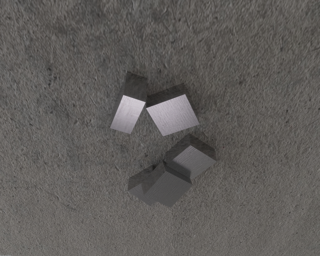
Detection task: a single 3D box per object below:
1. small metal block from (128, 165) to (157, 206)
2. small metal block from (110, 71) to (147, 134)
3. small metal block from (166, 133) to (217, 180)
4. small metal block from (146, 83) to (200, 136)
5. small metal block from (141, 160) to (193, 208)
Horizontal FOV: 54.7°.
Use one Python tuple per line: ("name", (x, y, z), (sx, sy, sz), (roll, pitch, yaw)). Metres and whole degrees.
("small metal block", (-0.014, 0.090, 0.484), (0.050, 0.025, 0.050), (-33, 123, 25))
("small metal block", (-0.037, -0.030, 0.365), (0.025, 0.050, 0.050), (17, 128, -14))
("small metal block", (0.044, 0.041, 0.443), (0.050, 0.025, 0.050), (32, 123, -25))
("small metal block", (0.017, -0.022, 0.388), (0.050, 0.025, 0.050), (-19, 128, 15))
("small metal block", (0.010, 0.082, 0.448), (0.050, 0.025, 0.050), (31, 109, -27))
